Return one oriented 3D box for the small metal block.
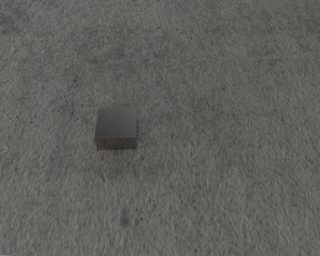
[{"bbox_3d":[-0.055,0.001,0.402,0.050,0.025,0.050,-1,50,-1],"label":"small metal block"}]
